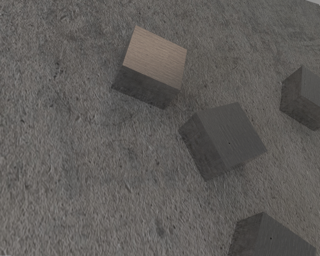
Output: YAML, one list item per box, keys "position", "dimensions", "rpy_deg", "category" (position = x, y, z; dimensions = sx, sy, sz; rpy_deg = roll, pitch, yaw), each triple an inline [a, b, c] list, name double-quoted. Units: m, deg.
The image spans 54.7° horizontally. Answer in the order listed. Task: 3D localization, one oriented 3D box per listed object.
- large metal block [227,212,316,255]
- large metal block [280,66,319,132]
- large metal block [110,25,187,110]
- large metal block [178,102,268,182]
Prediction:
- position: [0.127, 0.159, 0.359]
  dimensions: [0.080, 0.050, 0.080]
  rpy_deg: [35, 51, -5]
  category: "large metal block"
- position: [0.271, -0.054, 0.566]
  dimensions: [0.080, 0.050, 0.080]
  rpy_deg: [30, 52, -9]
  category: "large metal block"
- position: [-0.014, -0.083, 0.431]
  dimensions: [0.080, 0.050, 0.080]
  rpy_deg: [22, 54, -15]
  category: "large metal block"
- position: [0.085, 0.017, 0.423]
  dimensions: [0.081, 0.050, 0.080]
  rpy_deg: [-15, 70, -34]
  category: "large metal block"
